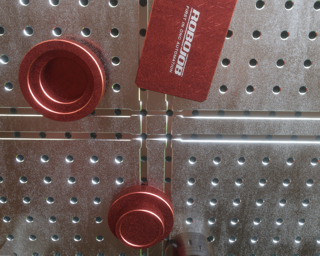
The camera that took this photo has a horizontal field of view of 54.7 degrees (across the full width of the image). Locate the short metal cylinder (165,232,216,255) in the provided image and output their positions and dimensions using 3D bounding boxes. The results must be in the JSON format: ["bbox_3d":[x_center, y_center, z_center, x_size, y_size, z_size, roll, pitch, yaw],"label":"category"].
[{"bbox_3d":[0.048,0.209,0.478,0.081,0.050,0.079,0,110,0],"label":"short metal cylinder"}]

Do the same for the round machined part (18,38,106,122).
[{"bbox_3d":[-0.116,-0.060,0.381,0.099,0.042,0.097,0,110,0],"label":"round machined part"}]

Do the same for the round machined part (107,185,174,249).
[{"bbox_3d":[-0.028,0.137,0.454,0.099,0.042,0.097,0,110,0],"label":"round machined part"}]

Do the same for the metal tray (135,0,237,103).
[{"bbox_3d":[0.028,-0.104,0.373,0.091,0.030,0.129,13,110,-5],"label":"metal tray"}]

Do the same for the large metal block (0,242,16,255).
[{"bbox_3d":[-0.251,0.239,0.470,0.050,0.080,0.080,-24,109,8],"label":"large metal block"}]
